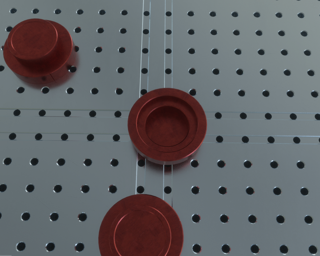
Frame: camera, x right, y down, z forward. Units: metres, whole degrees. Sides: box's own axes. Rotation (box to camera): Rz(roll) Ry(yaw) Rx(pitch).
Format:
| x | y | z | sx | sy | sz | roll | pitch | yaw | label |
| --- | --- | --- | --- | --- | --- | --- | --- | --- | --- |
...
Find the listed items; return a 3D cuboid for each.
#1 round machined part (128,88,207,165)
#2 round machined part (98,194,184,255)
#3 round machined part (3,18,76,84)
| x | y | z | sx | sy | sz | roll | pitch | yaw | label |
| --- | --- | --- | --- | --- | --- | --- | --- | --- | --- |
| 0.009 | 0.000 | 0.403 | 0.099 | 0.042 | 0.098 | 0 | 70 | -1 | round machined part |
| -0.022 | 0.125 | 0.357 | 0.099 | 0.042 | 0.098 | 0 | 70 | -1 | round machined part |
| -0.175 | -0.116 | 0.443 | 0.099 | 0.042 | 0.098 | 0 | 70 | -1 | round machined part |
